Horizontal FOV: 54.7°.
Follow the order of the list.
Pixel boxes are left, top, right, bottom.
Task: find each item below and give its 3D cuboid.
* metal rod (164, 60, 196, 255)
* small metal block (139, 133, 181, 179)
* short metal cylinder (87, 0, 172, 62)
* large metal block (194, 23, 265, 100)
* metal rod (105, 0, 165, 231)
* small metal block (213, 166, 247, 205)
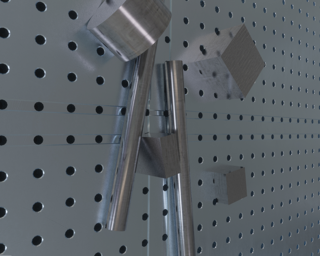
[{"bbox_3d":[0.029,0.058,0.434,0.025,0.025,0.298,-7,95,-40],"label":"metal rod"},{"bbox_3d":[-0.003,0.033,0.391,0.025,0.050,0.050,-14,100,-39],"label":"small metal block"},{"bbox_3d":[-0.034,-0.121,0.345,0.050,0.080,0.080,42,64,-32],"label":"short metal cylinder"},{"bbox_3d":[0.112,-0.102,0.487,0.080,0.050,0.080,51,60,-28],"label":"large metal block"},{"bbox_3d":[-0.029,-0.027,0.385,0.025,0.025,0.299,15,80,-39],"label":"metal rod"},{"bbox_3d":[0.116,0.092,0.507,0.050,0.025,0.050,-10,97,-40],"label":"small metal block"}]
